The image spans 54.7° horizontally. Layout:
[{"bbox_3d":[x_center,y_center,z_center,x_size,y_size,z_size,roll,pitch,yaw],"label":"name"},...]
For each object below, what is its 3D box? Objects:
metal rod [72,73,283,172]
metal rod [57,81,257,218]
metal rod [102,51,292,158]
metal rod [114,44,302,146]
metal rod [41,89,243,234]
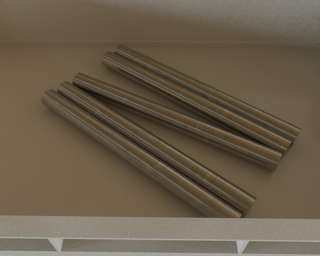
[{"bbox_3d":[0.010,-0.015,0.416,0.301,0.025,0.025,23,54,18],"label":"metal rod"},{"bbox_3d":[-0.021,0.015,0.391,0.300,0.025,0.025,31,57,23],"label":"metal rod"},{"bbox_3d":[0.036,-0.042,0.439,0.300,0.025,0.025,30,56,22],"label":"metal rod"},{"bbox_3d":[0.054,-0.057,0.451,0.300,0.025,0.025,30,56,22],"label":"metal rod"},{"bbox_3d":[-0.039,0.028,0.380,0.300,0.025,0.025,31,57,23],"label":"metal rod"}]
